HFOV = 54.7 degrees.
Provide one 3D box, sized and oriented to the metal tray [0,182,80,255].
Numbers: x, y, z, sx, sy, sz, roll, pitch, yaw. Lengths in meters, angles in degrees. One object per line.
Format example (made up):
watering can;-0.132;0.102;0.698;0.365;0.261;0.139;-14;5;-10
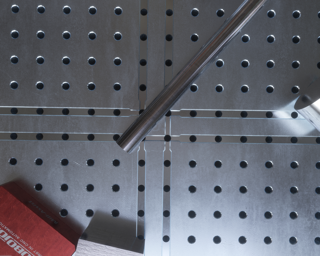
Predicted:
metal tray;-0.183;0.146;0.409;0.130;0.030;0.090;39;90;-1

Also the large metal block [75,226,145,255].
large metal block;-0.069;0.182;0.400;0.080;0.050;0.080;14;90;-1

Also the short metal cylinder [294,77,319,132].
short metal cylinder;0.219;-0.035;0.389;0.050;0.080;0.080;43;90;0

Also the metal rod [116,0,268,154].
metal rod;0.051;-0.085;0.414;0.025;0.025;0.300;42;90;-1
